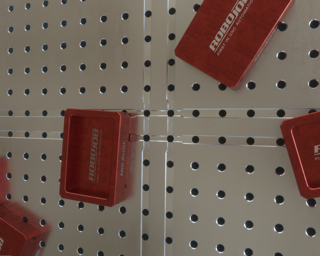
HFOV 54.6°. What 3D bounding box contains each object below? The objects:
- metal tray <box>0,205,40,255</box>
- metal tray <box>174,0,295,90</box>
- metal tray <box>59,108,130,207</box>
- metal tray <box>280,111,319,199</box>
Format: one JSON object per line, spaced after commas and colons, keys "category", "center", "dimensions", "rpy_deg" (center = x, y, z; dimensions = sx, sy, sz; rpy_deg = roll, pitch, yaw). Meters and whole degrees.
{"category": "metal tray", "center": [-0.258, 0.204, 0.502], "dimensions": [0.090, 0.030, 0.129], "rpy_deg": [26, 98, 18]}
{"category": "metal tray", "center": [0.089, -0.123, 0.379], "dimensions": [0.090, 0.030, 0.129], "rpy_deg": [35, 101, 16]}
{"category": "metal tray", "center": [-0.094, 0.039, 0.443], "dimensions": [0.090, 0.030, 0.129], "rpy_deg": [5, 92, 20]}
{"category": "metal tray", "center": [0.209, 0.019, 0.336], "dimensions": [0.130, 0.030, 0.090], "rpy_deg": [-16, 85, 19]}
